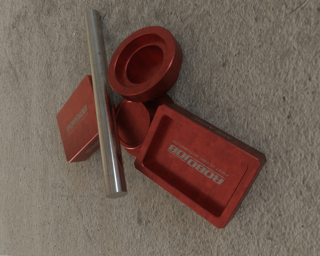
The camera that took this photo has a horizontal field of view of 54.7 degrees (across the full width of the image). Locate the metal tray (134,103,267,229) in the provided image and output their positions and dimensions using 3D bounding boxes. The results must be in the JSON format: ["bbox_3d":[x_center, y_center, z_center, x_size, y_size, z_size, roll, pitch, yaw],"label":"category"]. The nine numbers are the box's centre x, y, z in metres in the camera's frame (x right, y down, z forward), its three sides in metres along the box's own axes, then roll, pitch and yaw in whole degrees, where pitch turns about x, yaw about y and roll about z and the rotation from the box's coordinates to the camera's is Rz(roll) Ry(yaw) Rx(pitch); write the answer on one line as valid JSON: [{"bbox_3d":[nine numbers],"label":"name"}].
[{"bbox_3d":[0.041,0.039,0.355,0.130,0.030,0.089,32,110,24],"label":"metal tray"}]

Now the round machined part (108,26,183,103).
[{"bbox_3d":[-0.015,-0.076,0.393,0.098,0.042,0.098,-14,61,27],"label":"round machined part"}]

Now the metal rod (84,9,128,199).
[{"bbox_3d":[-0.079,-0.051,0.428,0.025,0.025,0.299,-34,56,35],"label":"metal rod"}]

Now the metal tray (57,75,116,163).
[{"bbox_3d":[-0.116,-0.011,0.485,0.129,0.030,0.090,-38,64,42],"label":"metal tray"}]

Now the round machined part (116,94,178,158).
[{"bbox_3d":[-0.025,-0.007,0.417,0.098,0.042,0.097,0,90,40],"label":"round machined part"}]
